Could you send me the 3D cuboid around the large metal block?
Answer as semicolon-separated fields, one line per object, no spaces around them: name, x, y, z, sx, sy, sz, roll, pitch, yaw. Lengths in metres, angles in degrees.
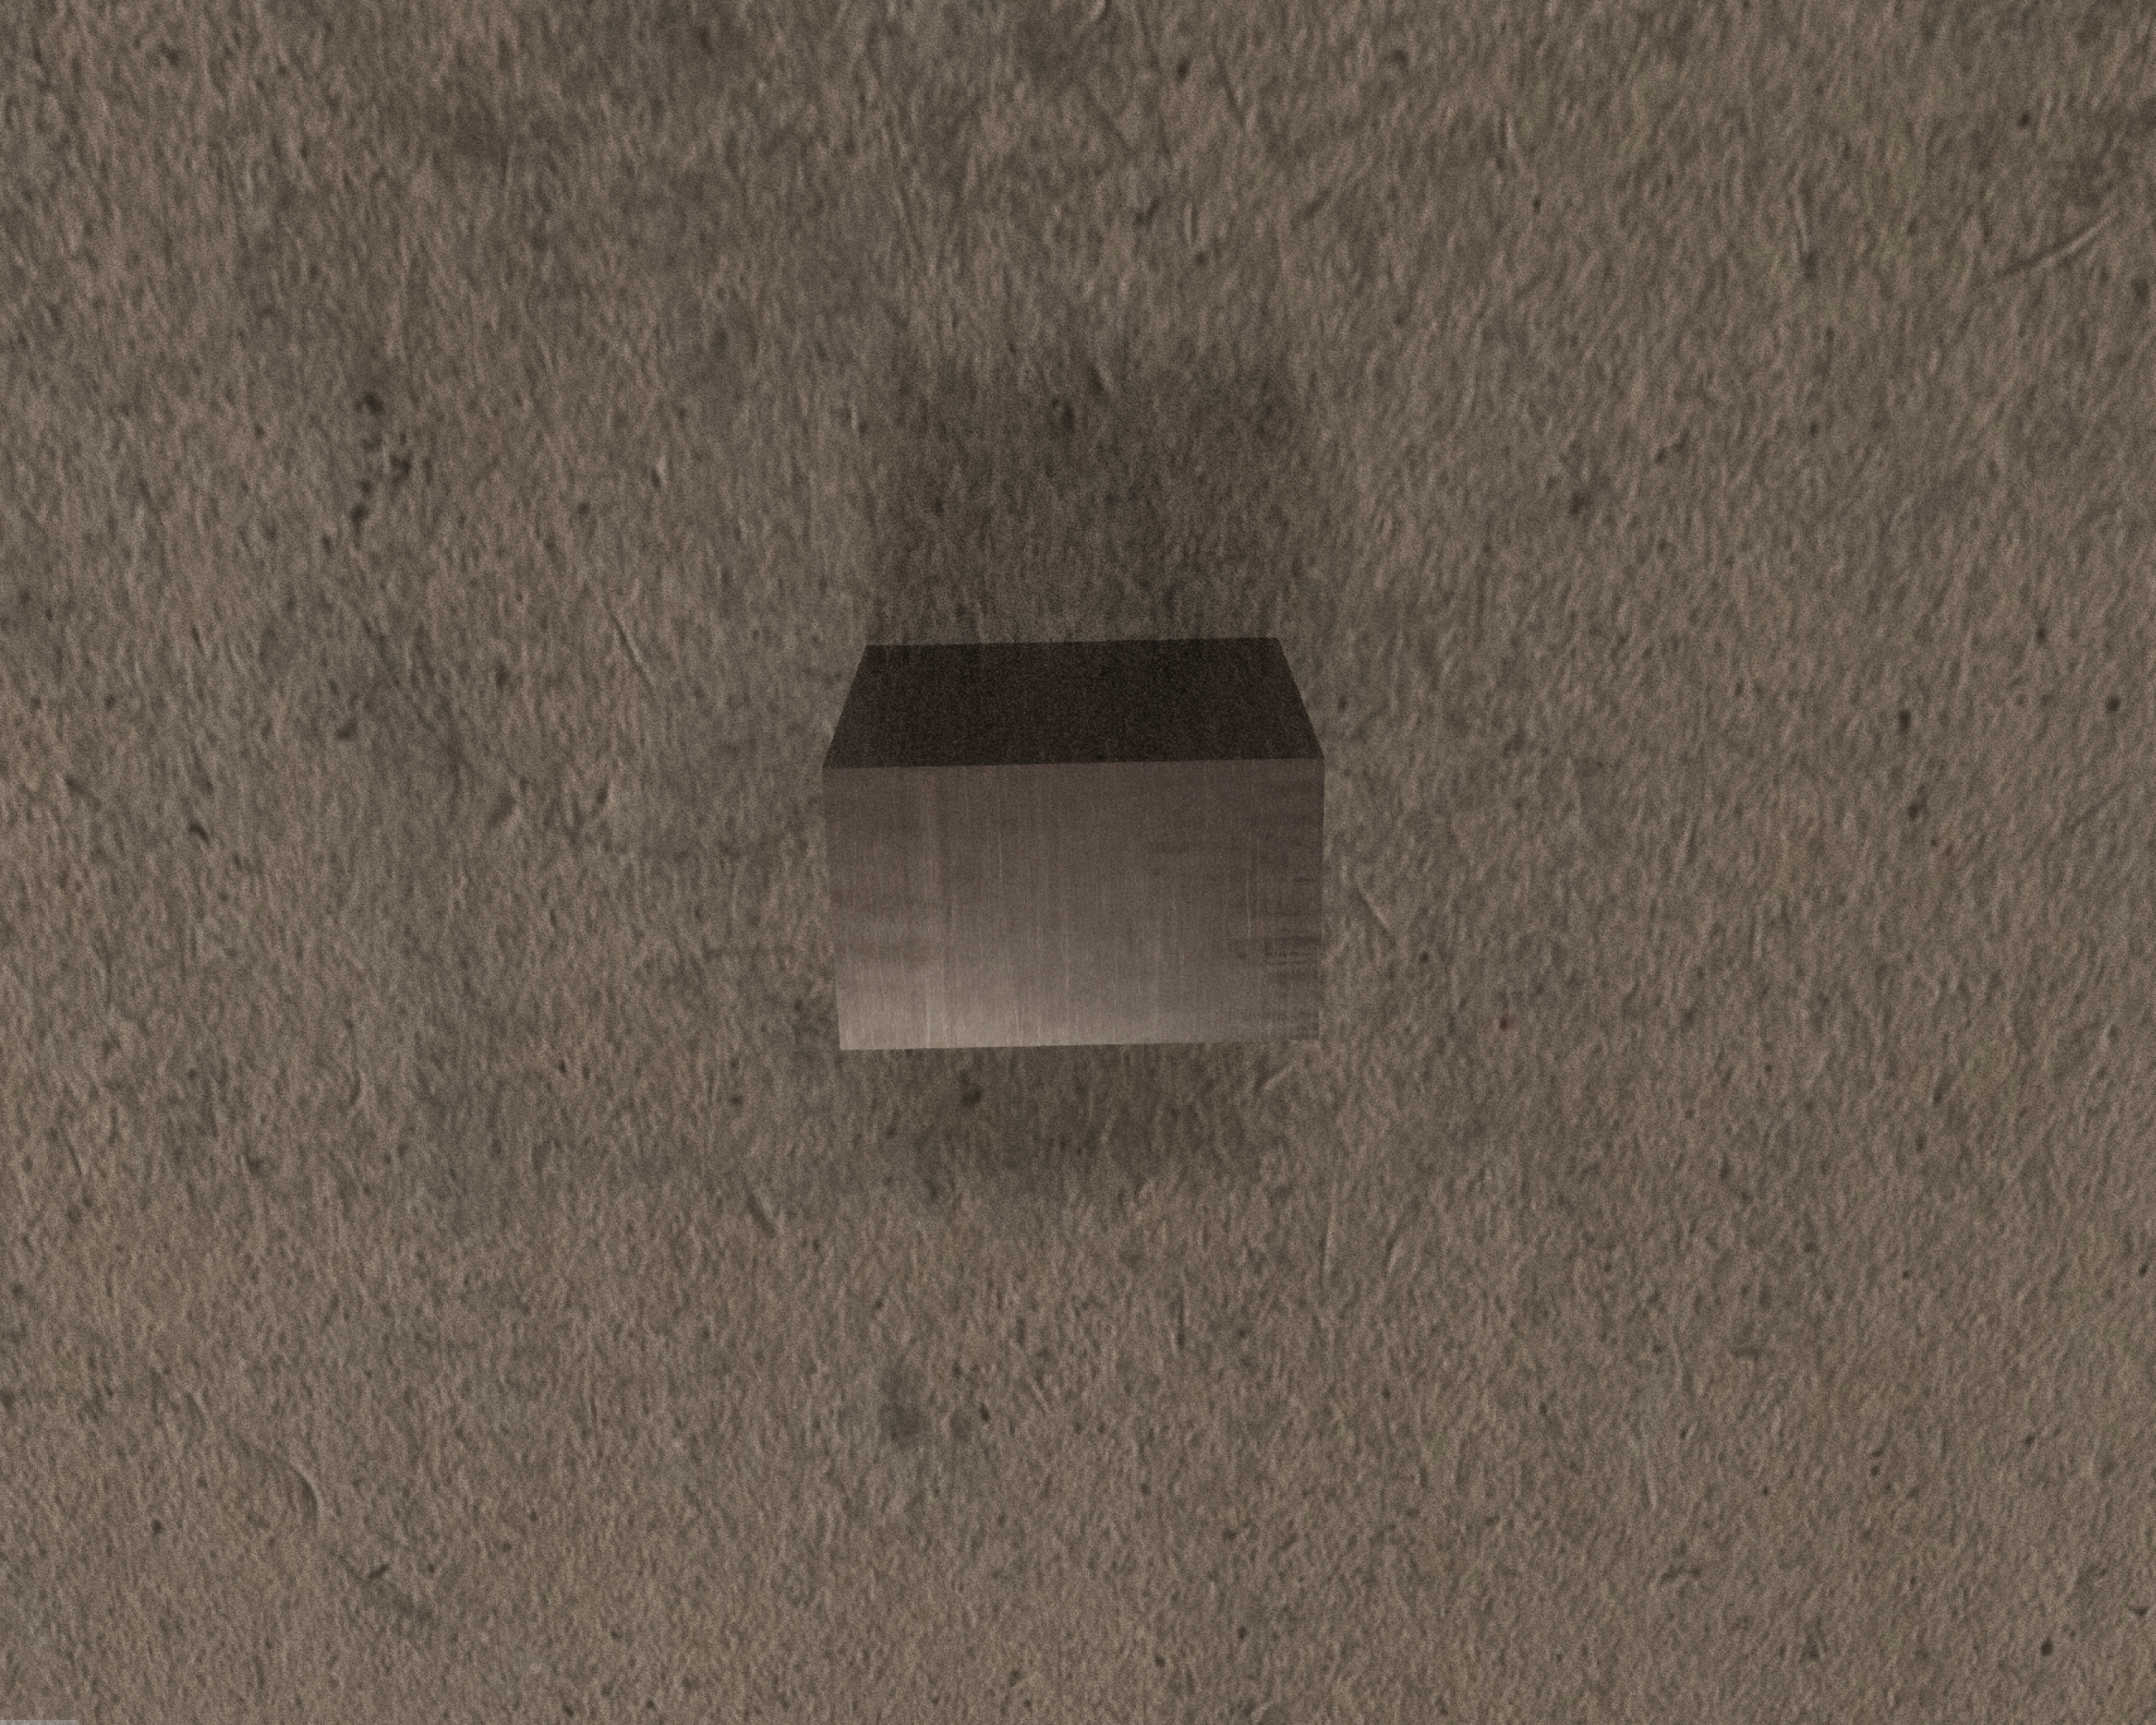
large metal block;0.000;-0.006;0.380;0.081;0.080;0.050;-1;110;0
